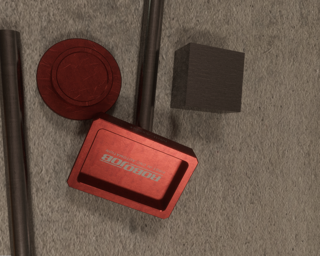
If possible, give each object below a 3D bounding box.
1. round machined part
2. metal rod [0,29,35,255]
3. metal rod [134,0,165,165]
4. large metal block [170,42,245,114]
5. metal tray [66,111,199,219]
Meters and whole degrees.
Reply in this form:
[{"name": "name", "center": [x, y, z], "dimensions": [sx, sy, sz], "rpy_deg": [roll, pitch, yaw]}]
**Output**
[{"name": "round machined part", "center": [-0.093, -0.057, 0.366], "dimensions": [0.099, 0.042, 0.097], "rpy_deg": [0, 90, -21]}, {"name": "metal rod", "center": [-0.161, 0.042, 0.349], "dimensions": [0.025, 0.025, 0.298], "rpy_deg": [-4, 91, -20]}, {"name": "metal rod", "center": [-0.013, -0.101, 0.405], "dimensions": [0.025, 0.025, 0.298], "rpy_deg": [6, 88, -20]}, {"name": "large metal block", "center": [0.064, -0.064, 0.420], "dimensions": [0.081, 0.050, 0.080], "rpy_deg": [5, 88, -20]}, {"name": "metal tray", "center": [-0.032, 0.047, 0.371], "dimensions": [0.131, 0.030, 0.089], "rpy_deg": [23, 104, -13]}]
